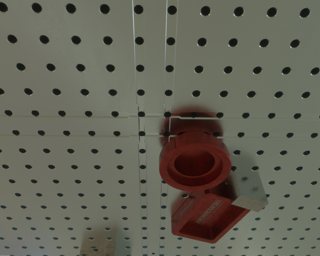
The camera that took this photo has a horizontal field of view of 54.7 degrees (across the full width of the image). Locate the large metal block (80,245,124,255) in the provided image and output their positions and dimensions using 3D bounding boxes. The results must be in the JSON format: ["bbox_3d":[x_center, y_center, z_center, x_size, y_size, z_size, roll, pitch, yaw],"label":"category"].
[{"bbox_3d":[-0.116,0.293,0.643,0.080,0.050,0.080,-15,129,12],"label":"large metal block"}]

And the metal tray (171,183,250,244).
[{"bbox_3d":[0.086,0.148,0.535,0.091,0.030,0.129,18,128,-16],"label":"metal tray"}]

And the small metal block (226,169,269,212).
[{"bbox_3d":[0.134,0.097,0.480,0.050,0.050,0.025,20,127,-17],"label":"small metal block"}]

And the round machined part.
[{"bbox_3d":[0.048,0.043,0.438,0.099,0.042,0.097,-1,130,0],"label":"round machined part"}]
